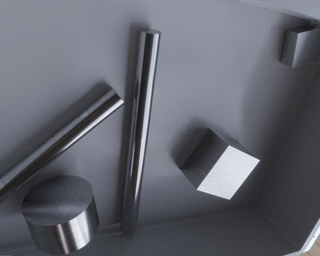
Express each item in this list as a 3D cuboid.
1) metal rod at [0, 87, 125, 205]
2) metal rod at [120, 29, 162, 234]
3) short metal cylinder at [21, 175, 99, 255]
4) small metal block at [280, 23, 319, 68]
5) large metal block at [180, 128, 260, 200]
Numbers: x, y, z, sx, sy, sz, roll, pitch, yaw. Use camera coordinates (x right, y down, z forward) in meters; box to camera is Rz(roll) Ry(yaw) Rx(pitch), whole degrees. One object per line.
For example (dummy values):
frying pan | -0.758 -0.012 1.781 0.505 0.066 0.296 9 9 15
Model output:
metal rod | -0.165 0.057 0.354 0.300 0.025 0.025 -39 130 -2
metal rod | -0.030 0.024 0.408 0.025 0.025 0.298 -6 121 -26
short metal cylinder | -0.117 0.103 0.373 0.081 0.080 0.050 -16 125 -20
small metal block | 0.206 -0.120 0.450 0.050 0.025 0.050 -18 126 -19
large metal block | 0.093 0.058 0.481 0.080 0.050 0.080 24 105 -37
